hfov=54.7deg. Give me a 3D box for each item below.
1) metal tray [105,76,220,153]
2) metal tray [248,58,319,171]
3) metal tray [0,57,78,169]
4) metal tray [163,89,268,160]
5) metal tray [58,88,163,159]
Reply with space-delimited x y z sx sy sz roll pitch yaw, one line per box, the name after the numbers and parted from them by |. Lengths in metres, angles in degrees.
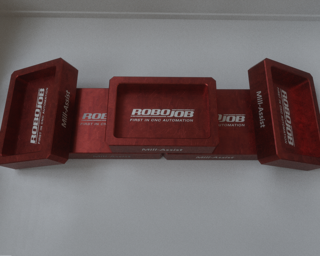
0.003 -0.016 0.379 0.131 0.030 0.090 1 69 0 | metal tray
0.161 -0.016 0.392 0.091 0.030 0.130 10 67 -26 | metal tray
-0.154 -0.017 0.392 0.090 0.030 0.130 -9 68 24 | metal tray
0.070 -0.005 0.408 0.131 0.030 0.090 0 70 0 | metal tray
-0.061 -0.006 0.408 0.131 0.030 0.090 0 70 0 | metal tray
